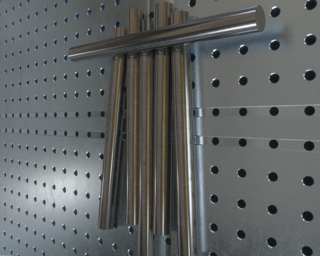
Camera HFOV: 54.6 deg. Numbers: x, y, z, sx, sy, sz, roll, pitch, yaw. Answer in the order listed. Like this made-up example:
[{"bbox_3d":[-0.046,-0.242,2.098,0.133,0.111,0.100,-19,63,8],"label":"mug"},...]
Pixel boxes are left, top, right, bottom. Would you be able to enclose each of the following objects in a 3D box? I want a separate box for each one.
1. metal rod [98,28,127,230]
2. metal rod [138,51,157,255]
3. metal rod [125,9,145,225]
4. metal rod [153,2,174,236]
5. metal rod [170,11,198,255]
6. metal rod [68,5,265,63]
[{"bbox_3d":[-0.069,0.004,0.466,0.025,0.025,0.298,9,96,40],"label":"metal rod"},{"bbox_3d":[-0.017,0.041,0.424,0.025,0.025,0.298,1,91,40],"label":"metal rod"},{"bbox_3d":[-0.035,-0.015,0.440,0.025,0.025,0.298,1,91,40],"label":"metal rod"},{"bbox_3d":[0.004,-0.011,0.408,0.025,0.025,0.298,1,91,40],"label":"metal rod"},{"bbox_3d":[0.030,0.006,0.386,0.025,0.025,0.298,-3,88,40],"label":"metal rod"},{"bbox_3d":[-0.019,-0.110,0.393,0.300,0.025,0.025,3,92,40],"label":"metal rod"}]
